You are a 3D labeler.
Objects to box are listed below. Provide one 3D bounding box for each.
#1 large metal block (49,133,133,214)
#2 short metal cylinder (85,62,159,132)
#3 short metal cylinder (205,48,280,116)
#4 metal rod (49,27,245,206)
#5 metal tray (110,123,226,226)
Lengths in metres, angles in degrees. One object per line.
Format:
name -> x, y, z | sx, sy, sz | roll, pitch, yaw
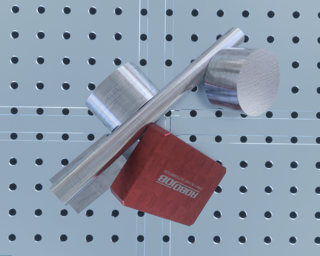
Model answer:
large metal block -> -0.076, 0.051, 0.384 | 0.080, 0.080, 0.050 | -39, 90, 0
short metal cylinder -> -0.045, -0.036, 0.385 | 0.080, 0.080, 0.050 | -43, 91, 0
short metal cylinder -> 0.102, -0.058, 0.382 | 0.081, 0.050, 0.079 | -11, 109, -35
metal rod -> 0.001, -0.028, 0.360 | 0.025, 0.025, 0.301 | 47, 68, 0
metal tray -> 0.016, 0.061, 0.371 | 0.130, 0.030, 0.090 | 32, 90, -42
